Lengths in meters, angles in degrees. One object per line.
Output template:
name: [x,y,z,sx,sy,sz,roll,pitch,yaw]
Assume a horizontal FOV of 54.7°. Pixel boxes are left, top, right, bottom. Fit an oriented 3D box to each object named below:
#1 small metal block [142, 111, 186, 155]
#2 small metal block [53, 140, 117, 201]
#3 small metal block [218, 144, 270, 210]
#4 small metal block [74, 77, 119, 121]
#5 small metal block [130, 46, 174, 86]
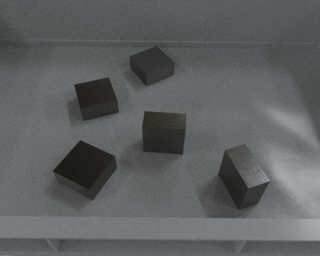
small metal block: [0.005,0.007,0.383,0.050,0.050,0.025,4,50,3]
small metal block: [-0.086,0.049,0.363,0.050,0.025,0.050,22,53,17]
small metal block: [0.091,0.055,0.344,0.025,0.050,0.050,-15,52,-13]
small metal block: [-0.090,-0.042,0.439,0.050,0.025,0.050,-15,52,-13]
small metal block: [-0.013,-0.098,0.487,0.050,0.025,0.050,-26,55,-21]
